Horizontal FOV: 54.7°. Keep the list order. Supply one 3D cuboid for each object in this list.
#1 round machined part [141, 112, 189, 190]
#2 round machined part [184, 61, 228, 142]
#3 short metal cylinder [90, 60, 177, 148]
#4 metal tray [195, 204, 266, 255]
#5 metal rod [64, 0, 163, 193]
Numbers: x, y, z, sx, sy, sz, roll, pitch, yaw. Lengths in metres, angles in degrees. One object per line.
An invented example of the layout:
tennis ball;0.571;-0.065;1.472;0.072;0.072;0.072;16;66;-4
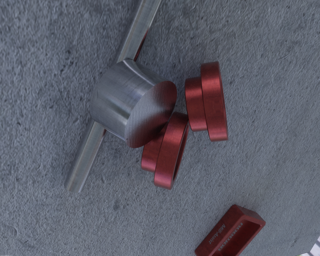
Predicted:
round machined part;0.006;0.026;0.394;0.042;0.098;0.097;15;118;9
round machined part;0.058;-0.031;0.384;0.042;0.098;0.098;-7;128;13
short metal cylinder;-0.027;-0.025;0.330;0.080;0.050;0.080;-42;152;-28
metal tray;0.141;0.219;0.618;0.090;0.030;0.130;28;103;-38
metal rod;-0.048;-0.054;0.348;0.025;0.025;0.298;13;112;-34
